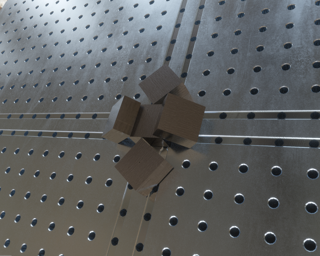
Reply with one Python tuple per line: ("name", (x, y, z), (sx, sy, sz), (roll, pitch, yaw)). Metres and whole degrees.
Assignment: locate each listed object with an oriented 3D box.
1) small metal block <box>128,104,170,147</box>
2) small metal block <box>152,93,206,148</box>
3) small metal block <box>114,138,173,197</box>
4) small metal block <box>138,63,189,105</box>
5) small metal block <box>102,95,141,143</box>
("small metal block", (-0.009, -0.004, 0.415), (0.050, 0.025, 0.050), (2, 62, 29))
("small metal block", (0.024, -0.009, 0.384), (0.050, 0.025, 0.050), (20, 66, -8))
("small metal block", (-0.021, 0.049, 0.389), (0.050, 0.025, 0.050), (-47, 50, -4))
("small metal block", (0.005, -0.057, 0.441), (0.050, 0.025, 0.050), (-37, 50, 2))
("small metal block", (-0.054, -0.011, 0.428), (0.050, 0.025, 0.050), (-29, 41, 59))
